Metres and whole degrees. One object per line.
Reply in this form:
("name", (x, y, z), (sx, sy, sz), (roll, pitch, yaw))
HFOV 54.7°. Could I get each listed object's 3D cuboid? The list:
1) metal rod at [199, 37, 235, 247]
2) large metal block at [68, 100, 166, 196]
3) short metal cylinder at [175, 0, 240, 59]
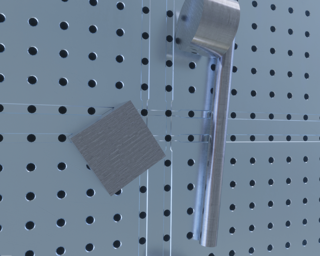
("metal rod", (0.082, 0.016, 0.442), (0.025, 0.025, 0.298), (6, 88, -20))
("large metal block", (-0.054, 0.023, 0.379), (0.080, 0.050, 0.080), (-35, 102, -17))
("short metal cylinder", (0.060, -0.136, 0.405), (0.050, 0.080, 0.080), (9, 87, -20))
